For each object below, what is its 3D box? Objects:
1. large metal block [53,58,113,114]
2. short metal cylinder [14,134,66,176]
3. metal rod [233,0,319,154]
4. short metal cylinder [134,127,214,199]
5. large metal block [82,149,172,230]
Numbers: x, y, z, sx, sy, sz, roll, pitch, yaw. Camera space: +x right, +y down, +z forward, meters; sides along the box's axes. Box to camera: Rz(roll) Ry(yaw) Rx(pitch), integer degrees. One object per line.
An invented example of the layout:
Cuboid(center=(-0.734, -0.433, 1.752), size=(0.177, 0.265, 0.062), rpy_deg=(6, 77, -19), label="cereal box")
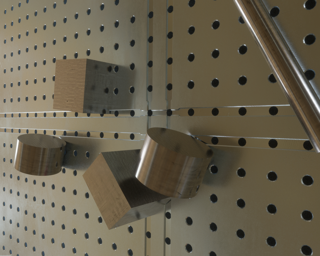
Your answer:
Cuboid(center=(-0.124, -0.066, 0.496), size=(0.080, 0.050, 0.079), rpy_deg=(9, 96, 39), label="large metal block")
Cuboid(center=(-0.212, 0.046, 0.549), size=(0.080, 0.081, 0.050), rpy_deg=(22, 104, 38), label="short metal cylinder")
Cuboid(center=(0.102, -0.115, 0.325), size=(0.025, 0.025, 0.299), rpy_deg=(-34, 69, 35), label="metal rod")
Cuboid(center=(0.016, 0.038, 0.361), size=(0.080, 0.081, 0.050), rpy_deg=(31, 109, 36), label="short metal cylinder")
Cuboid(center=(-0.041, 0.076, 0.408), size=(0.050, 0.081, 0.080), rpy_deg=(-49, 61, 29), label="large metal block")
